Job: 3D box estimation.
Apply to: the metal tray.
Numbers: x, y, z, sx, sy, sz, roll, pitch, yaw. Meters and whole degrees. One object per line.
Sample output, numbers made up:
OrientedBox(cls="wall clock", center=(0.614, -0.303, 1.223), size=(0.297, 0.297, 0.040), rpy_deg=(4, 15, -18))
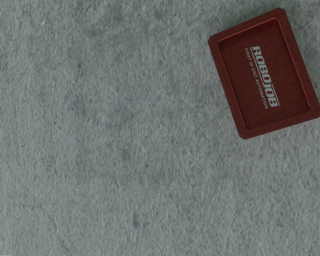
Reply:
OrientedBox(cls="metal tray", center=(0.120, -0.060, 0.364), size=(0.090, 0.030, 0.129), rpy_deg=(-19, 84, 19))
